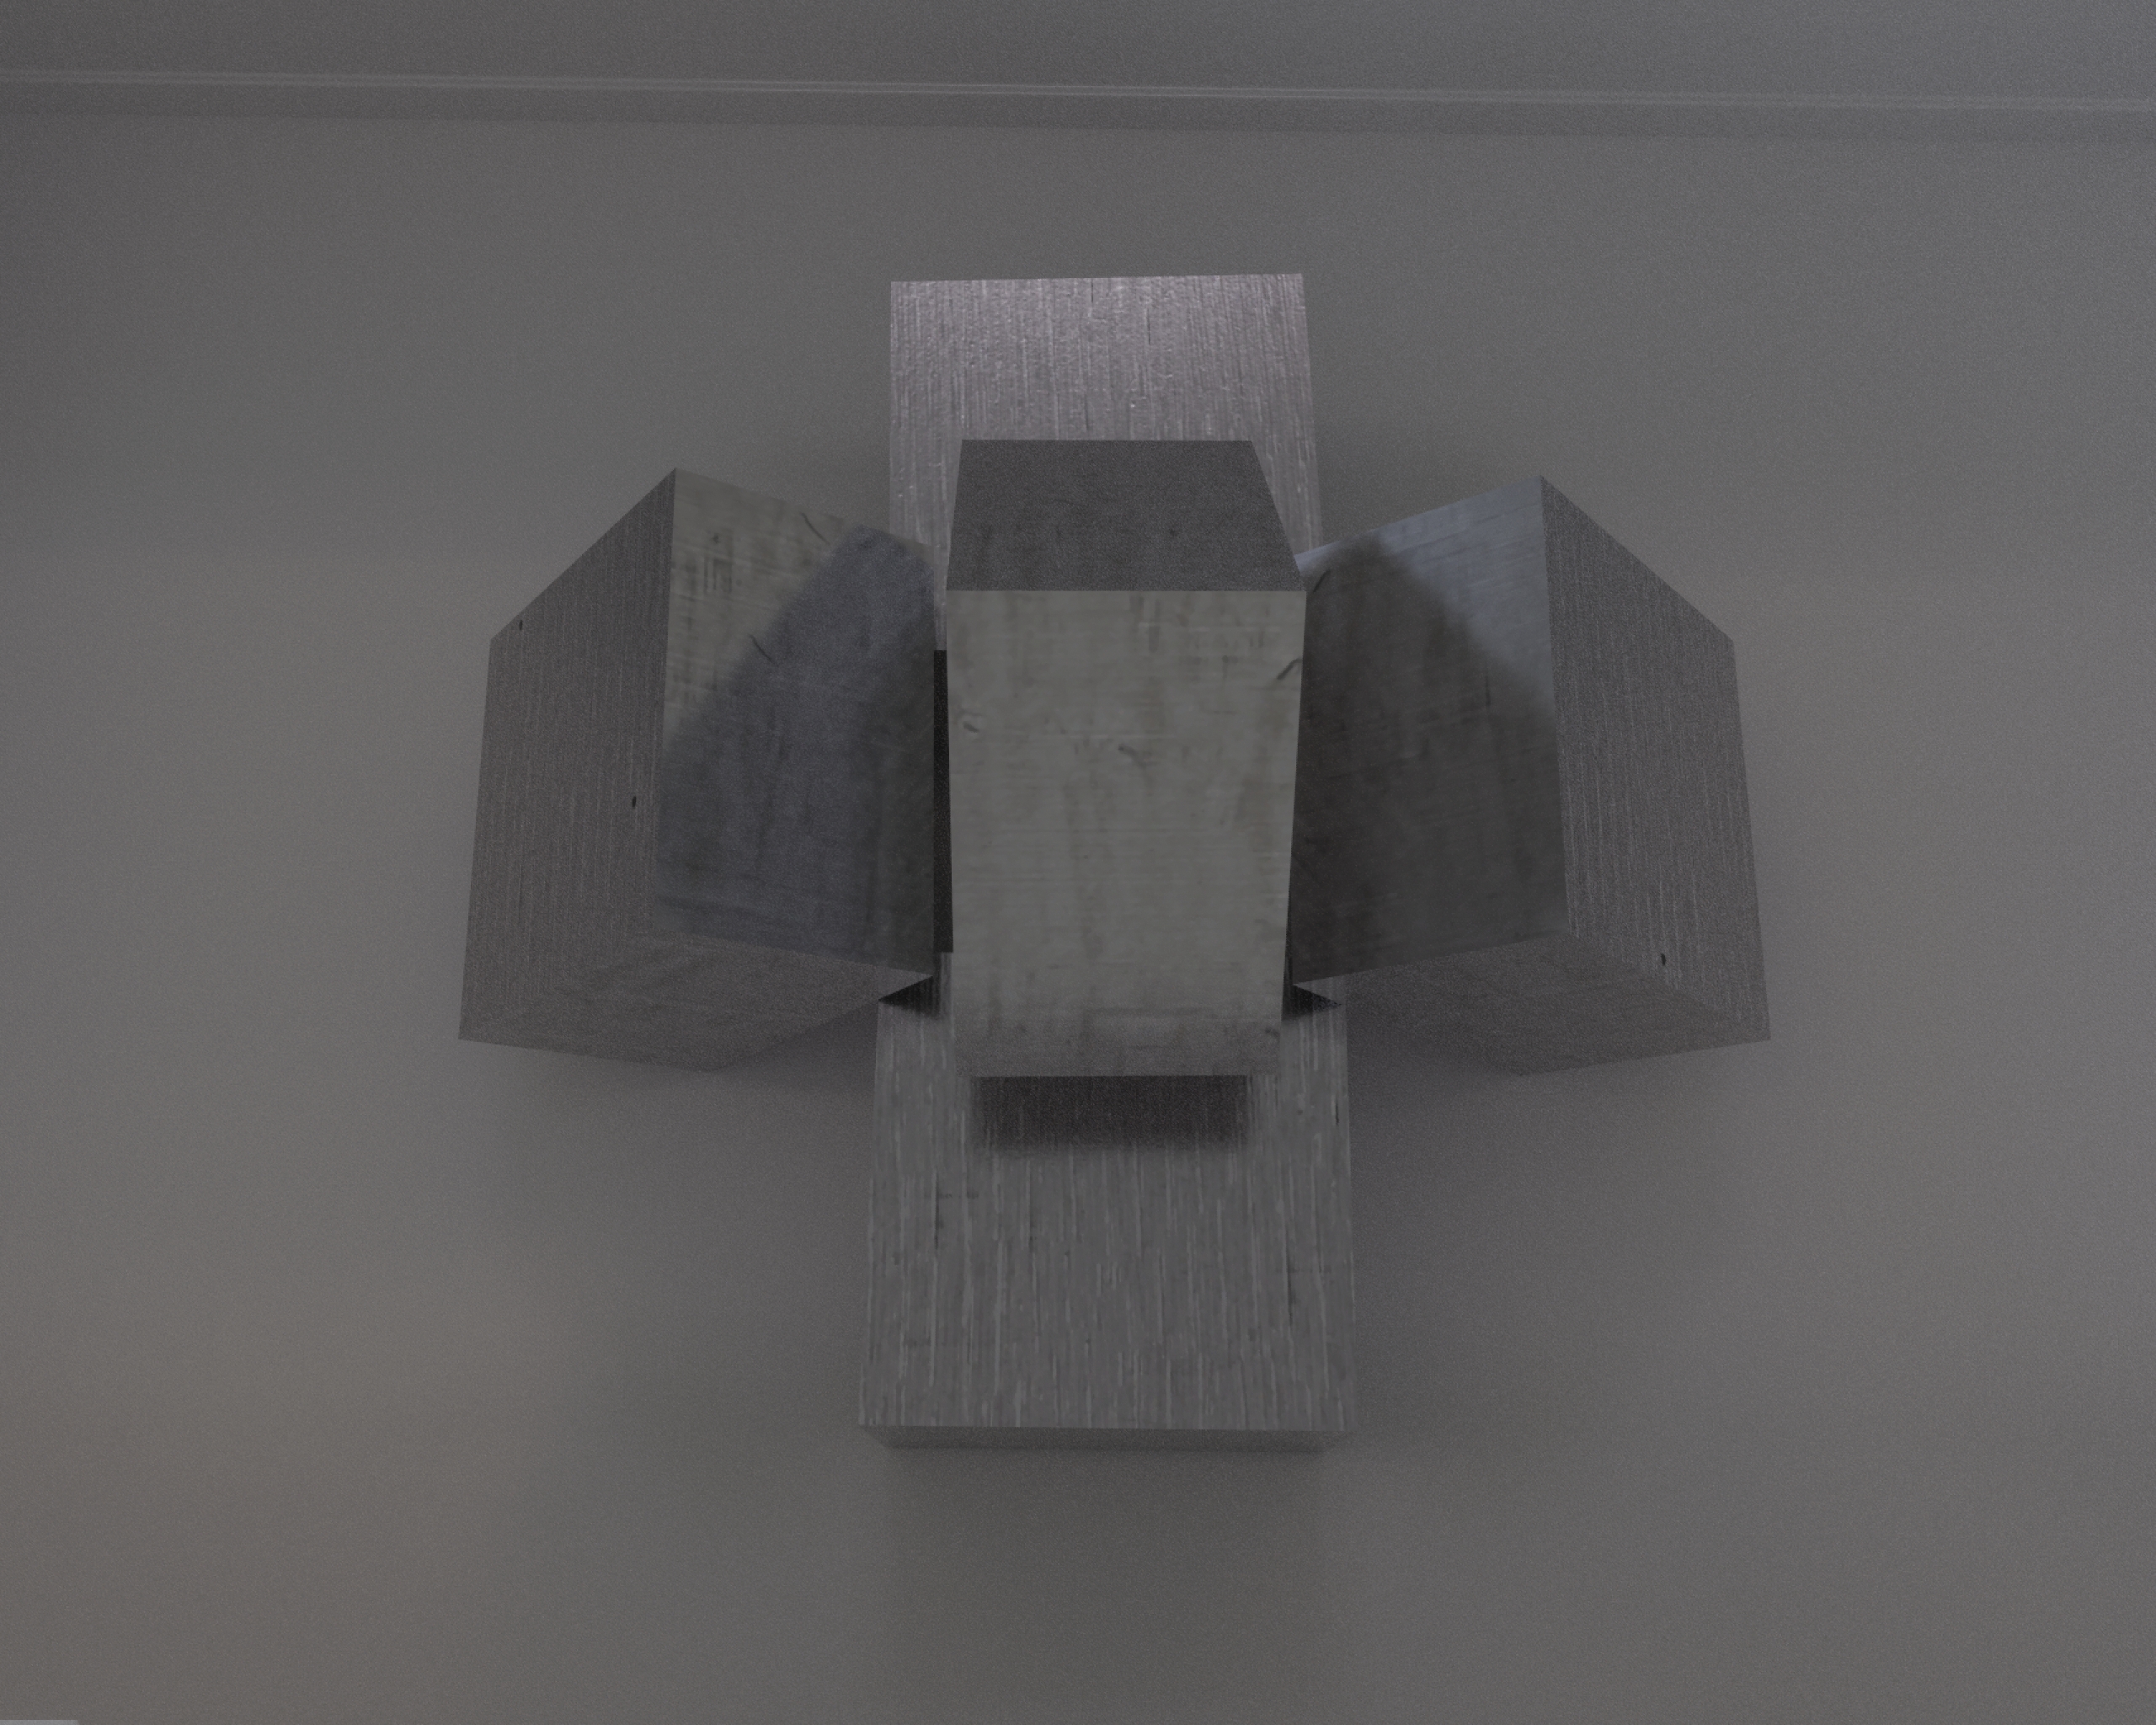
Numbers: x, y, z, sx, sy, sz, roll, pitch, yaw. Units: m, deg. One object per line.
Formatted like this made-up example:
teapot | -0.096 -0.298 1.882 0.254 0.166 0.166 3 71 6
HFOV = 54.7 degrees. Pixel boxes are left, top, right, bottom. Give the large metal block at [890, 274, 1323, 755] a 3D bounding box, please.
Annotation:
large metal block | 0.005 -0.068 0.417 0.081 0.050 0.080 -1 70 -1

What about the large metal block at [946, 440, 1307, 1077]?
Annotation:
large metal block | 0.006 -0.020 0.344 0.050 0.079 0.080 0 26 -1

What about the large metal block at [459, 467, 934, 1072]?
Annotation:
large metal block | -0.069 -0.012 0.375 0.050 0.080 0.080 13 66 -35

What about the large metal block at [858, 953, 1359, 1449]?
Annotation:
large metal block | 0.006 0.062 0.372 0.080 0.050 0.080 1 70 0

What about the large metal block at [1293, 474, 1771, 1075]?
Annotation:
large metal block | 0.081 -0.011 0.376 0.050 0.080 0.080 -14 66 36
